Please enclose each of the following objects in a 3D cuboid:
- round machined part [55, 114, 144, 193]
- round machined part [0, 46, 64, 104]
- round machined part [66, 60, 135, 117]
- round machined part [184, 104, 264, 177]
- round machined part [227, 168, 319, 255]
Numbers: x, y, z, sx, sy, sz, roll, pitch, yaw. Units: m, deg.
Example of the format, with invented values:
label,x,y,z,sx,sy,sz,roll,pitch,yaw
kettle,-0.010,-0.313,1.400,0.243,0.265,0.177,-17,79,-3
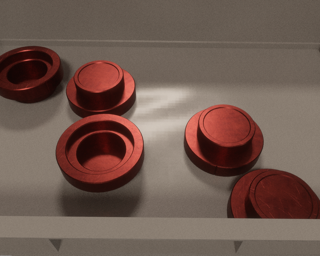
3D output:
label,x,y,z,sx,sy,sz,roll,pitch,yaw
round machined part,-0.068,0.033,0.366,0.099,0.042,0.098,0,50,0
round machined part,-0.191,-0.074,0.454,0.099,0.042,0.098,0,50,0
round machined part,-0.085,-0.060,0.443,0.099,0.042,0.098,0,50,0
round machined part,0.080,0.008,0.388,0.099,0.042,0.098,0,50,0
round machined part,0.123,0.084,0.325,0.099,0.042,0.098,0,50,0
